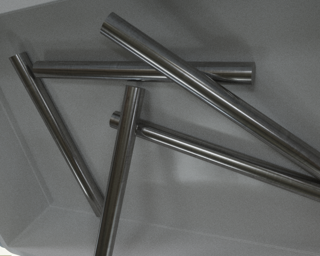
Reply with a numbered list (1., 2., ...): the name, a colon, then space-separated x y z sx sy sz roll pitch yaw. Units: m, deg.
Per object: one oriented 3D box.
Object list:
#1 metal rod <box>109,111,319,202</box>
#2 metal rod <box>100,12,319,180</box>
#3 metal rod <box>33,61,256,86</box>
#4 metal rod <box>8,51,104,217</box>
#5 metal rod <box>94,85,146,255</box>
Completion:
1. metal rod: 0.072 0.034 0.391 0.301 0.025 0.025 19 126 17
2. metal rod: 0.072 -0.025 0.328 0.301 0.025 0.025 33 129 -5
3. metal rod: -0.038 -0.070 0.385 0.301 0.025 0.025 6 121 25
4. metal rod: -0.156 0.022 0.504 0.025 0.025 0.299 -9 114 32
5. metal rod: -0.061 0.092 0.415 0.025 0.025 0.298 15 100 20
